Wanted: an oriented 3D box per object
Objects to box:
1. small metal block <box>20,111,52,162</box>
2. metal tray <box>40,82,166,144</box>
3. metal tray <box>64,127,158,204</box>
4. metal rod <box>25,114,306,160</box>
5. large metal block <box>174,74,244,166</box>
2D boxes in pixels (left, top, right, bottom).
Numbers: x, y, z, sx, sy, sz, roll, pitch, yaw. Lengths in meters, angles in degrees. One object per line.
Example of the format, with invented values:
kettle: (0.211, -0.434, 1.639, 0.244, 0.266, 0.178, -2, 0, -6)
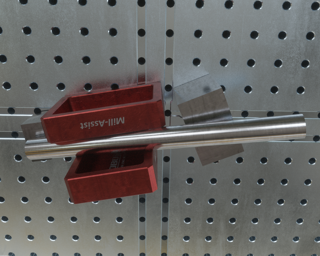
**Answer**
small metal block: (-0.151, 0.009, 0.401, 0.025, 0.050, 0.050, -8, 110, 2)
metal tray: (-0.061, -0.021, 0.369, 0.131, 0.090, 0.030, -8, 111, 2)
metal tray: (-0.050, 0.036, 0.370, 0.091, 0.130, 0.030, -9, 111, 3)
metal rod: (-0.005, 0.012, 0.337, 0.301, 0.025, 0.025, -5, 111, 11)
large metal block: (0.057, -0.013, 0.379, 0.050, 0.080, 0.080, -21, 109, 7)
